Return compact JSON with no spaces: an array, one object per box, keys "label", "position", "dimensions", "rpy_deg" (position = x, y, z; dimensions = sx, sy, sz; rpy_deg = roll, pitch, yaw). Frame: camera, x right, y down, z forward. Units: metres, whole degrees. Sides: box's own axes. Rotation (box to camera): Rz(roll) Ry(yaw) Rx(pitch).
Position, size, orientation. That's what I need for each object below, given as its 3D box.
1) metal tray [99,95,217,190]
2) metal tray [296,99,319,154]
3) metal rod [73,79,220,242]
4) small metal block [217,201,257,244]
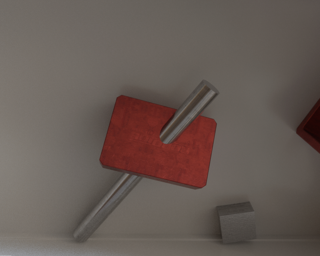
[{"label":"metal tray","position":[-0.001,0.019,0.390],"dimensions":[0.131,0.030,0.090],"rpy_deg":[14,73,-6]},{"label":"metal tray","position":[0.231,-0.025,0.370],"dimensions":[0.030,0.090,0.129],"rpy_deg":[28,108,-10]},{"label":"metal rod","position":[-0.031,0.057,0.412],"dimensions":[0.025,0.025,0.299],"rpy_deg":[35,113,-12]},{"label":"small metal block","position":[0.115,0.142,0.465],"dimensions":[0.050,0.025,0.050],"rpy_deg":[-9,110,3]}]
